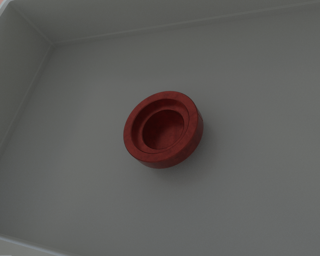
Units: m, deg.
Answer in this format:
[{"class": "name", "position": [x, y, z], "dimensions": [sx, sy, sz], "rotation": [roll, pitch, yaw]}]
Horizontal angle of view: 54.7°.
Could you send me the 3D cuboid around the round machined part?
[{"class": "round machined part", "position": [0.008, 0.006, 0.386], "dimensions": [0.098, 0.042, 0.098], "rotation": [-13, 56, 20]}]
